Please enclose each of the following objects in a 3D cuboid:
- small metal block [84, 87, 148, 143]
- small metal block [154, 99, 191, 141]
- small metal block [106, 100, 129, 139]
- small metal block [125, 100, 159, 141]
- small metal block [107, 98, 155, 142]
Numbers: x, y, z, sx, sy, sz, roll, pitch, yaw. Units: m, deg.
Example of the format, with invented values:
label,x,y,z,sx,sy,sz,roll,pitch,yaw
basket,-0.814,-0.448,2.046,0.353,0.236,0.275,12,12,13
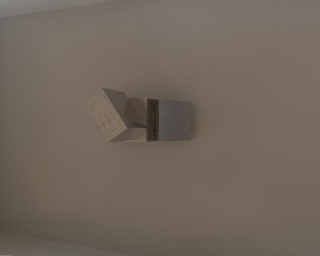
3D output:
label,x,y,z,sx,sy,sz,roll,pitch,yaw
small metal block,-0.046,-0.013,0.331,0.025,0.050,0.050,-37,78,17
small metal block,0.012,-0.009,0.389,0.025,0.050,0.050,1,90,54
small metal block,-0.057,-0.011,0.412,0.025,0.050,0.050,1,90,-14
small metal block,-0.022,-0.010,0.403,0.025,0.050,0.050,1,90,20
small metal block,-0.034,-0.010,0.367,0.050,0.025,0.050,1,90,20
